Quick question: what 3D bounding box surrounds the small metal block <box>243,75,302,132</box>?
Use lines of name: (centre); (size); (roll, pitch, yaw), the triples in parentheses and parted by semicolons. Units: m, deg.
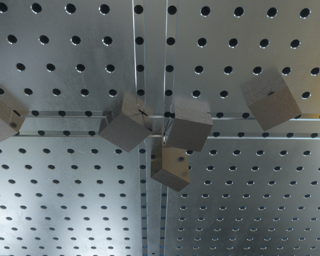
small metal block: (0.141, -0.030, 0.389); (0.050, 0.025, 0.050); (-29, 125, 22)

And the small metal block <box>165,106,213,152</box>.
small metal block: (0.037, 0.002, 0.414); (0.050, 0.025, 0.050); (11, 129, -10)

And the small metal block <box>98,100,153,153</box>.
small metal block: (-0.045, -0.001, 0.411); (0.050, 0.025, 0.050); (34, 122, -26)

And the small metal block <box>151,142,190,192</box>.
small metal block: (0.014, 0.056, 0.443); (0.050, 0.050, 0.025); (32, 123, -24)

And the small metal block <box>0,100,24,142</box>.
small metal block: (-0.217, -0.008, 0.402); (0.050, 0.025, 0.050); (-25, 126, 19)
